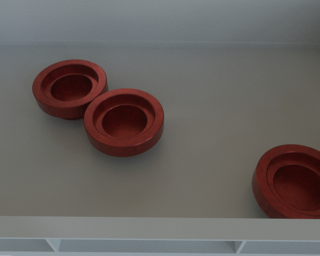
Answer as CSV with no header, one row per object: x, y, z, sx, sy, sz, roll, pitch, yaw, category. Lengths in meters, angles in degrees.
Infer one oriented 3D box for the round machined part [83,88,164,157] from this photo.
-0.044,-0.003,0.396,0.099,0.042,0.098,0,50,0,round machined part

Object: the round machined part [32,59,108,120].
-0.122,-0.049,0.434,0.099,0.042,0.098,0,50,0,round machined part

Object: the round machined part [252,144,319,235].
0.150,0.069,0.338,0.099,0.042,0.098,0,50,0,round machined part
